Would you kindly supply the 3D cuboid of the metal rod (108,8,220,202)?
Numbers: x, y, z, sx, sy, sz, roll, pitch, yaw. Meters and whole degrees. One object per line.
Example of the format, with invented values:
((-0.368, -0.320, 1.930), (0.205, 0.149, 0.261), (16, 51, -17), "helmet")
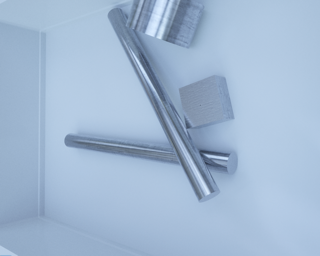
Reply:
((-0.007, -0.048, 0.390), (0.025, 0.025, 0.299), (-44, 58, 31), "metal rod")

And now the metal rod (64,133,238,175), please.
((-0.036, 0.030, 0.434), (0.300, 0.025, 0.025), (4, 93, 39), "metal rod")

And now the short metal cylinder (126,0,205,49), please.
((0.006, -0.131, 0.365), (0.080, 0.081, 0.050), (32, 110, 35), "short metal cylinder")

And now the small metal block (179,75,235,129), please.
((0.054, -0.029, 0.361), (0.050, 0.025, 0.050), (-17, 79, 38), "small metal block")
